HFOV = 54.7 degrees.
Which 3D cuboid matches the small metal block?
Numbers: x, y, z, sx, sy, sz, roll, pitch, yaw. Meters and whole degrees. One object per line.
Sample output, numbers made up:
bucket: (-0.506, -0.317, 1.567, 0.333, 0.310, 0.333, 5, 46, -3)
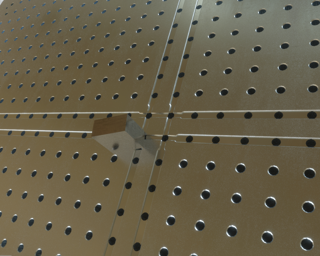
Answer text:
small metal block: (-0.055, 0.008, 0.414, 0.050, 0.050, 0.025, -10, 58, 22)
